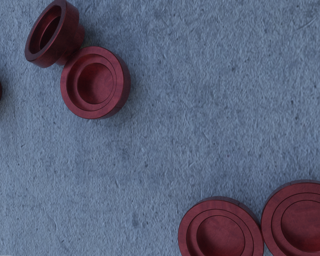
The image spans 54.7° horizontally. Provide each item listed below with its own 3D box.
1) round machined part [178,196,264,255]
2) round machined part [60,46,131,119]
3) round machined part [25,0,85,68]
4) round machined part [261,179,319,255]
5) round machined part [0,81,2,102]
[{"bbox_3d":[0.075,0.130,0.373,0.098,0.042,0.097,0,90,20],"label":"round machined part"},{"bbox_3d":[-0.084,-0.060,0.430,0.098,0.042,0.097,0,90,20],"label":"round machined part"},{"bbox_3d":[-0.144,-0.127,0.436,0.098,0.042,0.098,-20,58,35],"label":"round machined part"},{"bbox_3d":[0.164,0.105,0.342,0.098,0.042,0.097,0,90,20],"label":"round machined part"},{"bbox_3d":[-0.301,-0.061,0.506,0.098,0.042,0.097,0,90,20],"label":"round machined part"}]
